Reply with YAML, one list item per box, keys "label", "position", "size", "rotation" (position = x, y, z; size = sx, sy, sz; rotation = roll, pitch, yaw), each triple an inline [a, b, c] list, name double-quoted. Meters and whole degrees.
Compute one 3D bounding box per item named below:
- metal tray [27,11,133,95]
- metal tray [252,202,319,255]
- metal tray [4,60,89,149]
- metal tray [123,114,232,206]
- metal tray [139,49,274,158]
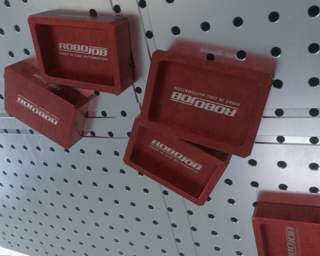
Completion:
- label: "metal tray"
  position: [-0.102, -0.098, 0.401]
  size: [0.130, 0.030, 0.089]
  rotation: [12, 124, 21]
- label: "metal tray"
  position: [0.179, 0.163, 0.413]
  size: [0.090, 0.030, 0.129]
  rotation: [-2, 118, 29]
- label: "metal tray"
  position: [-0.180, -0.035, 0.482]
  size: [0.130, 0.030, 0.089]
  rotation: [30, 128, 9]
- label: "metal tray"
  position: [0.020, 0.040, 0.422]
  size: [0.130, 0.030, 0.089]
  rotation: [28, 128, 10]
- label: "metal tray"
  position: [0.048, -0.030, 0.345]
  size: [0.130, 0.030, 0.089]
  rotation: [17, 105, 18]
